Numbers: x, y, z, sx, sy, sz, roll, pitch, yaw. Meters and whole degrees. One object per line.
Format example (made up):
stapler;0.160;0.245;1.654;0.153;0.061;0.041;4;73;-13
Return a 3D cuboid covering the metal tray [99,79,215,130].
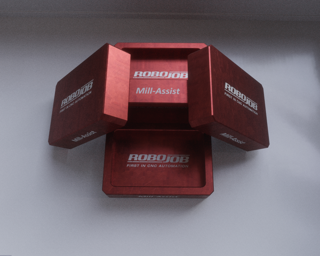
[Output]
metal tray;-0.003;-0.026;0.383;0.131;0.090;0.030;1;70;-1

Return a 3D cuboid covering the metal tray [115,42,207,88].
metal tray;0.002;-0.073;0.431;0.131;0.030;0.090;0;70;-1

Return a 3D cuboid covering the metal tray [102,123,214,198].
metal tray;-0.002;0.041;0.388;0.131;0.030;0.090;1;70;-1

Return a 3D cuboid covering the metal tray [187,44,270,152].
metal tray;0.085;-0.030;0.370;0.030;0.131;0.090;-17;64;40

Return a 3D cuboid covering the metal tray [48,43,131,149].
metal tray;-0.087;-0.032;0.370;0.030;0.130;0.090;18;64;-39
